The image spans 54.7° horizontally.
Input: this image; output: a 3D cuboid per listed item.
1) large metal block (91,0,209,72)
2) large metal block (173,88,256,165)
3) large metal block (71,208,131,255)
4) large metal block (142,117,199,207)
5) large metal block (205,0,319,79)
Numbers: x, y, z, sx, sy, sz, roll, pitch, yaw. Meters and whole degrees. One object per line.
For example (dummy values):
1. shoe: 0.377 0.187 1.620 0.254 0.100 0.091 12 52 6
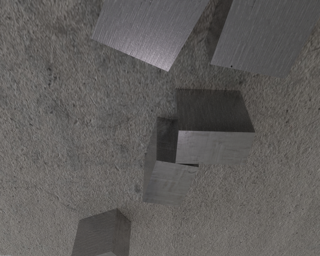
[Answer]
1. large metal block: -0.010 -0.113 0.294 0.080 0.050 0.079 20 127 -17
2. large metal block: 0.059 -0.003 0.369 0.081 0.080 0.050 2 130 -2
3. large metal block: -0.100 0.197 0.538 0.080 0.080 0.050 -22 127 17
4. large metal block: 0.011 0.045 0.409 0.050 0.080 0.079 10 129 -9
5. large metal block: 0.097 -0.102 0.305 0.081 0.050 0.079 9 130 -8
